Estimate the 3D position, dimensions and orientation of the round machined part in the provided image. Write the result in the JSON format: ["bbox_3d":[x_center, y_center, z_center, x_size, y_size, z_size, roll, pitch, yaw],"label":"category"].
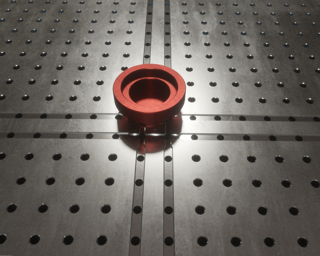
[{"bbox_3d":[-0.014,-0.043,0.432,0.099,0.042,0.098,0,50,0],"label":"round machined part"}]
